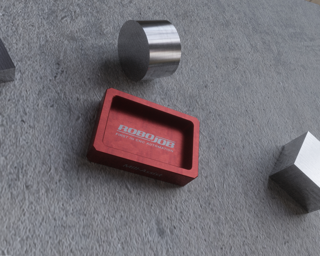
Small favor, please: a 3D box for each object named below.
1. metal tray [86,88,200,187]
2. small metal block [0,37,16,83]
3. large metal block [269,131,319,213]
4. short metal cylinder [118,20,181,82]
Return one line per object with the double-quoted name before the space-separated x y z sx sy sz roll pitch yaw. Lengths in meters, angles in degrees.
"metal tray" -0.015 0.012 0.384 0.131 0.030 0.090 18 55 -18
"small metal block" -0.197 -0.074 0.343 0.050 0.025 0.050 -22 74 -36
"large metal block" 0.225 0.066 0.468 0.080 0.050 0.080 43 51 1
"short metal cylinder" -0.016 -0.107 0.425 0.050 0.080 0.080 -15 70 -34
